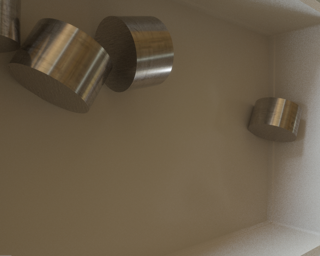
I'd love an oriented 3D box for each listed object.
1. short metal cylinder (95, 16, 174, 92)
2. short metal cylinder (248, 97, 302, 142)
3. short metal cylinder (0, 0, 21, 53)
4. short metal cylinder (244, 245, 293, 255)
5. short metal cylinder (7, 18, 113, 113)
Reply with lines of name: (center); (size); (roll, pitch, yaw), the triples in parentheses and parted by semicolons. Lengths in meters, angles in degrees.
short metal cylinder: (-0.031, -0.083, 0.346); (0.050, 0.080, 0.079); (-17, 101, -39)
short metal cylinder: (0.202, -0.013, 0.543); (0.080, 0.080, 0.050); (31, 71, -36)
short metal cylinder: (-0.153, -0.093, 0.243); (0.081, 0.080, 0.050); (1, 90, -40)
short metal cylinder: (0.186, 0.240, 0.533); (0.081, 0.080, 0.050); (3, 88, -40)
short metal cylinder: (-0.093, -0.056, 0.294); (0.080, 0.080, 0.050); (38, 67, -34)
